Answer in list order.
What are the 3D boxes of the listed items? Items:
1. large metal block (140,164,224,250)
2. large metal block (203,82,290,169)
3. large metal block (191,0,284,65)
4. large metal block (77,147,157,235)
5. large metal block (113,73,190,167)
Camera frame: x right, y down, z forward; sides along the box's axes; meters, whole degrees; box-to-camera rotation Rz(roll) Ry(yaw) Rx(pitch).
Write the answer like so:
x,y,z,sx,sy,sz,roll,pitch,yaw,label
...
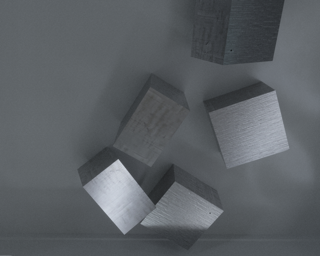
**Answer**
x,y,z,sx,sy,sz,roll,pitch,yaw,label
0.029,0.112,0.440,0.080,0.050,0.080,33,106,-12,large metal block
0.109,-0.005,0.398,0.080,0.050,0.080,-19,109,6,large metal block
0.084,-0.115,0.336,0.081,0.050,0.079,-12,117,-33,large metal block
-0.059,0.077,0.403,0.050,0.080,0.080,-39,108,-11,large metal block
-0.010,-0.013,0.377,0.050,0.080,0.080,31,107,-11,large metal block
